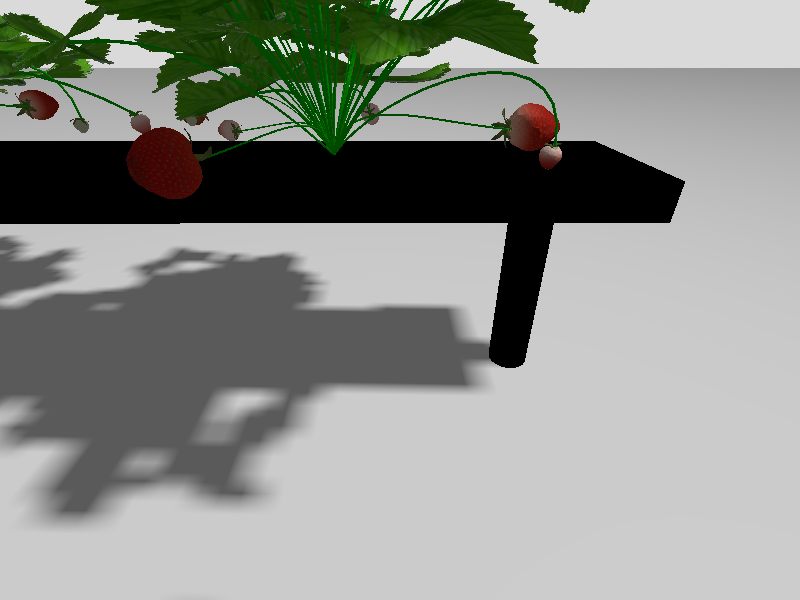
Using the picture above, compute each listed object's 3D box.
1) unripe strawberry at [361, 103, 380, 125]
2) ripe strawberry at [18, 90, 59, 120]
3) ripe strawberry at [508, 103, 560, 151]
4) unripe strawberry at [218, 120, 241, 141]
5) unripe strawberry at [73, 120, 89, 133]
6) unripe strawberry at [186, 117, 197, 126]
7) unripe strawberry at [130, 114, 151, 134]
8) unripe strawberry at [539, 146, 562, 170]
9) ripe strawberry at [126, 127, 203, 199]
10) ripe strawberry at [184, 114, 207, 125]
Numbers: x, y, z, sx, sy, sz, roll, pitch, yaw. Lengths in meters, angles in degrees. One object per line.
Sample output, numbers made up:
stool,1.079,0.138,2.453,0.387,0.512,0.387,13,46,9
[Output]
unripe strawberry,-0.035,-0.223,0.481,0.022,0.024,0.024,3,18,6
ripe strawberry,-0.453,-0.246,0.505,0.038,0.034,0.035,7,32,12
ripe strawberry,0.112,-0.145,0.336,0.043,0.037,0.043,-2,32,-4
unripe strawberry,-0.164,-0.163,0.383,0.019,0.019,0.021,16,35,25
unripe strawberry,-0.337,-0.184,0.424,0.013,0.014,0.015,-19,36,-27
unripe strawberry,-0.223,-0.192,0.428,0.010,0.011,0.011,20,37,29
unripe strawberry,-0.273,-0.186,0.425,0.019,0.020,0.018,-31,39,-9
unripe strawberry,0.108,-0.103,0.290,0.016,0.016,0.015,9,33,14
ripe strawberry,-0.132,-0.075,0.223,0.033,0.038,0.036,18,37,27
ripe strawberry,-0.244,-0.224,0.467,0.034,0.036,0.031,24,39,34
